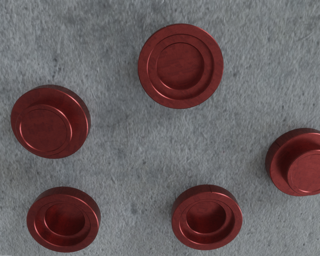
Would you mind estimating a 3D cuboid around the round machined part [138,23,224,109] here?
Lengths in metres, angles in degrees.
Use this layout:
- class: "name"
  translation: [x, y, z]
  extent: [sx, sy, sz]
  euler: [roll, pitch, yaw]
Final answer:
- class: "round machined part"
  translation: [0.024, -0.075, 0.373]
  extent: [0.099, 0.042, 0.097]
  euler: [0, 110, -1]

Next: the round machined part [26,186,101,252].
- class: "round machined part"
  translation: [-0.134, 0.126, 0.445]
  extent: [0.099, 0.042, 0.097]
  euler: [0, 110, -1]

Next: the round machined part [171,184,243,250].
- class: "round machined part"
  translation: [0.065, 0.123, 0.447]
  extent: [0.099, 0.042, 0.097]
  euler: [0, 110, -1]

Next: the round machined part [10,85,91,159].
- class: "round machined part"
  translation: [-0.142, -0.004, 0.397]
  extent: [0.099, 0.042, 0.097]
  euler: [0, 110, -1]

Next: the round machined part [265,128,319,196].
- class: "round machined part"
  translation: [0.200, 0.052, 0.423]
  extent: [0.099, 0.042, 0.097]
  euler: [0, 110, -1]
